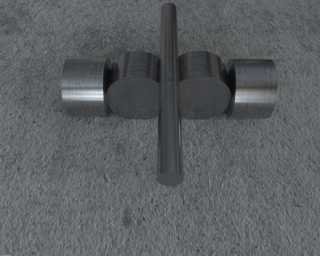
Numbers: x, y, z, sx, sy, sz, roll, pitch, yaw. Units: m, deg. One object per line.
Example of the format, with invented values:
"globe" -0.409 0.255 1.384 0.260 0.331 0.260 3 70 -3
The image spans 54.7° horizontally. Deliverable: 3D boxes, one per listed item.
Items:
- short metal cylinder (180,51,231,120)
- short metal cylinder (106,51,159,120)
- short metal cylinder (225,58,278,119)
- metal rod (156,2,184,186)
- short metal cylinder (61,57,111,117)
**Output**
"short metal cylinder" 0.051 -0.056 0.416 0.080 0.080 0.050 1 50 0
"short metal cylinder" -0.029 -0.055 0.416 0.080 0.080 0.050 1 50 0
"short metal cylinder" 0.117 -0.052 0.414 0.050 0.080 0.080 1 50 0
"metal rod" 0.012 -0.067 0.381 0.025 0.025 0.300 1 50 0
"short metal cylinder" -0.094 -0.054 0.414 0.050 0.080 0.080 1 50 0
